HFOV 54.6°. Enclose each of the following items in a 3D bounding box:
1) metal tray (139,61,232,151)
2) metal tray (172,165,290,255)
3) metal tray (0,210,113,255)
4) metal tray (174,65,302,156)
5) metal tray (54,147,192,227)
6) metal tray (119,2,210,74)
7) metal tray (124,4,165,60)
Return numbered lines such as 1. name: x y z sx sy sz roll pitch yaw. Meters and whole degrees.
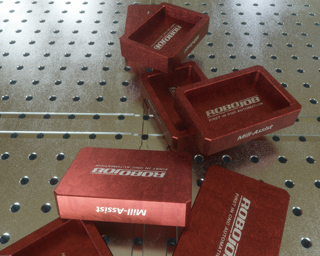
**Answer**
1. metal tray: 0.034 -0.035 0.434 0.091 0.030 0.130 -17 52 -14
2. metal tray: 0.072 0.108 0.314 0.090 0.030 0.130 19 52 15
3. metal tray: -0.080 0.147 0.280 0.091 0.030 0.130 -28 55 -22
4. metal tray: 0.093 -0.027 0.387 0.131 0.030 0.090 -18 52 -15
5. metal tray: -0.032 0.058 0.331 0.131 0.030 0.090 3 27 4
6. metal tray: 0.010 -0.146 0.487 0.090 0.030 0.130 25 54 19
7. metal tray: -0.014 -0.172 0.549 0.090 0.030 0.130 0 50 0
